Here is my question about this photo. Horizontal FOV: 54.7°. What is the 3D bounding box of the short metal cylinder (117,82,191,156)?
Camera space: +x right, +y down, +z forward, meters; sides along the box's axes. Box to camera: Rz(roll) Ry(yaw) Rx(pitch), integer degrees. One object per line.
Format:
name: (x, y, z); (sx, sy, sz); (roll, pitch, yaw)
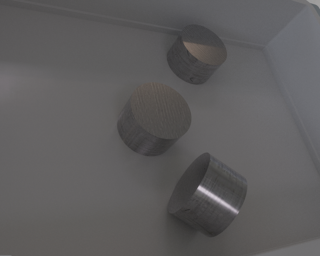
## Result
short metal cylinder: (-0.008, -0.011, 0.392); (0.081, 0.050, 0.080); (14, 56, -21)

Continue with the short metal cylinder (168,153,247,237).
short metal cylinder: (0.053, 0.075, 0.353); (0.050, 0.080, 0.080); (34, 51, -6)

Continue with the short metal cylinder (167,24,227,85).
short metal cylinder: (0.058, -0.116, 0.491); (0.081, 0.050, 0.080); (14, 56, -21)
